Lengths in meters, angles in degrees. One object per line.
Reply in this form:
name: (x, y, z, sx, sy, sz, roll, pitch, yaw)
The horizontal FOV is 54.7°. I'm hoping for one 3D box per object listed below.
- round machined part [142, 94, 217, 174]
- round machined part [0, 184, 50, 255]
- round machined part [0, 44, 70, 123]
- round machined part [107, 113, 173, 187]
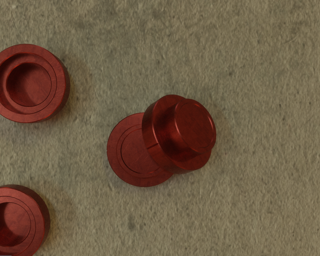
round machined part: (0.030, 0.003, 0.374, 0.099, 0.042, 0.098, 20, 57, -34)
round machined part: (-0.191, 0.121, 0.399, 0.099, 0.042, 0.097, 0, 90, -1)
round machined part: (-0.165, -0.055, 0.399, 0.099, 0.042, 0.097, 0, 90, -1)
round machined part: (-0.020, 0.028, 0.401, 0.099, 0.042, 0.097, 0, 90, -1)
